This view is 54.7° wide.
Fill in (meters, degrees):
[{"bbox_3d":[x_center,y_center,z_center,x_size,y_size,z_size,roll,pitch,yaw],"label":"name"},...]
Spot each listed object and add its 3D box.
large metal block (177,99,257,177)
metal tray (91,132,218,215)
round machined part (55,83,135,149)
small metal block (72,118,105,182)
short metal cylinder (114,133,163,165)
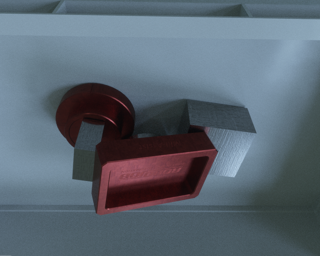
[{"bbox_3d":[0.067,0.015,0.403,0.081,0.050,0.079,7,130,-7],"label":"large metal block"},{"bbox_3d":[-0.008,0.052,0.355,0.131,0.030,0.089,-5,133,-22],"label":"metal tray"},{"bbox_3d":[-0.082,-0.004,0.391,0.099,0.042,0.097,-1,130,0],"label":"round machined part"},{"bbox_3d":[-0.082,0.025,0.356,0.025,0.050,0.050,10,130,-8],"label":"small metal block"},{"bbox_3d":[-0.021,0.051,0.418,0.081,0.050,0.080,-10,144,-7],"label":"short metal cylinder"}]
